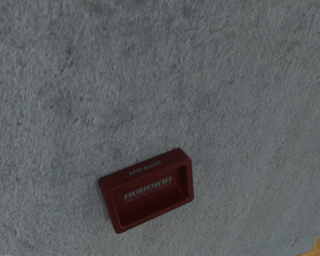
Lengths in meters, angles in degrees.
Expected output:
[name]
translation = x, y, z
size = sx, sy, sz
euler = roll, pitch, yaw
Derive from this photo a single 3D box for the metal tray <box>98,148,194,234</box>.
[metal tray]
translation = -0.016, 0.091, 0.453
size = 0.131, 0.030, 0.089
euler = -20, 126, -17
